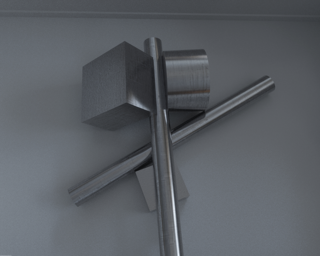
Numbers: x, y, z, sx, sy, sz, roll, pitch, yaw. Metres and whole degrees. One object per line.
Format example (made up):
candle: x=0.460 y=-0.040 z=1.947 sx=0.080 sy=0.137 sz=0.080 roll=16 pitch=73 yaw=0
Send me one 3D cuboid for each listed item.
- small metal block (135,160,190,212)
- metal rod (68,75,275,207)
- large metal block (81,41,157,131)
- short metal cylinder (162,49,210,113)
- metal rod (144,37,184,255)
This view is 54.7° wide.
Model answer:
small metal block: x=0.003 y=0.071 z=0.382 sx=0.050 sy=0.025 sz=0.050 roll=-20 pitch=71 yaw=-8
metal rod: x=0.023 y=0.011 z=0.403 sx=0.302 sy=0.025 sz=0.025 roll=-30 pitch=73 yaw=-11
large metal block: x=-0.053 y=-0.049 z=0.392 sx=0.080 sy=0.050 sz=0.080 roll=-19 pitch=65 yaw=36
short metal cylinder: x=0.031 y=-0.060 z=0.401 sx=0.050 sy=0.080 sz=0.080 roll=-4 pitch=70 yaw=-3
metal rod: x=0.002 y=0.022 z=0.373 sx=0.025 sy=0.025 sz=0.299 roll=-4 pitch=69 yaw=-2
